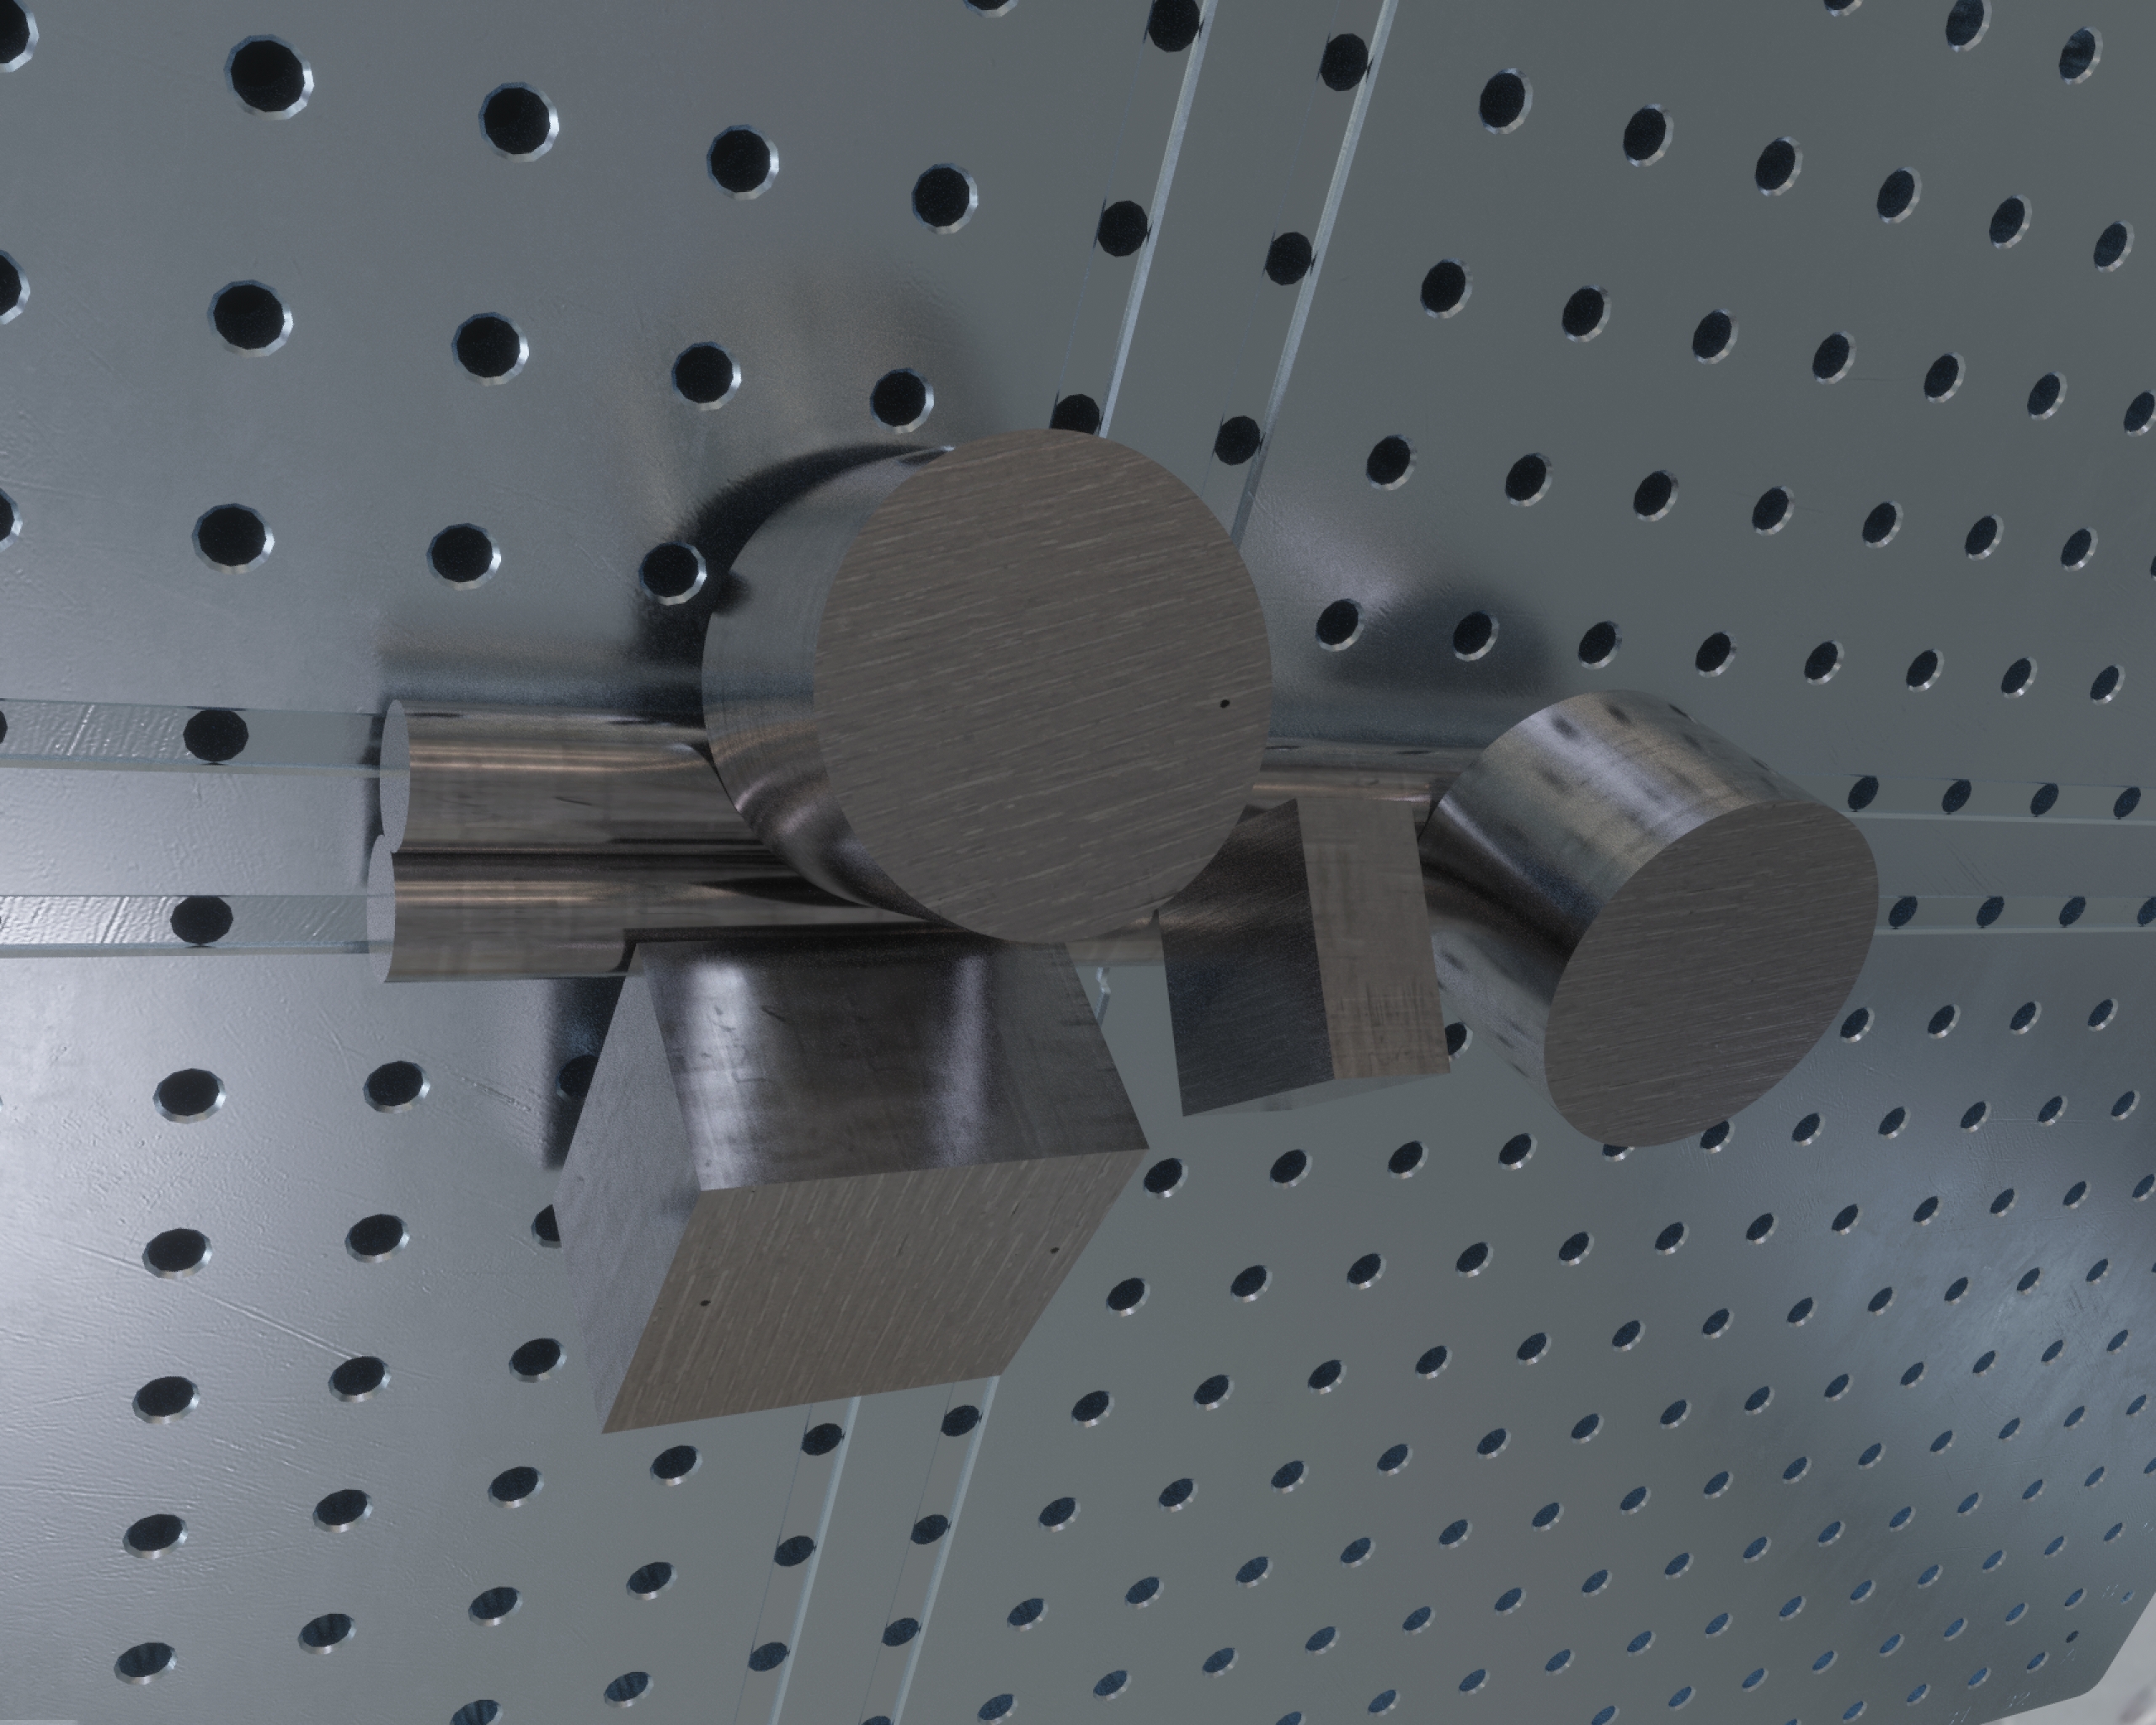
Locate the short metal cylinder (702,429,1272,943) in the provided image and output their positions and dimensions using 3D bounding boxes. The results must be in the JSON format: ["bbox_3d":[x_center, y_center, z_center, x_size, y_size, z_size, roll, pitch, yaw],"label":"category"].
[{"bbox_3d":[-0.015,-0.029,0.346,0.081,0.050,0.079,-3,96,-29],"label":"short metal cylinder"}]

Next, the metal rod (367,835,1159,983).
[{"bbox_3d":[0.016,0.009,0.421,0.303,0.025,0.025,0,118,-29],"label":"metal rod"}]

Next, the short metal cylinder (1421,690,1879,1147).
[{"bbox_3d":[0.114,0.011,0.428,0.081,0.050,0.079,-14,124,-21],"label":"short metal cylinder"}]

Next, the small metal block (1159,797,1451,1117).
[{"bbox_3d":[0.040,0.019,0.388,0.025,0.050,0.050,1,76,-29],"label":"small metal block"}]

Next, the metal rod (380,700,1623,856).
[{"bbox_3d":[0.022,-0.013,0.411,0.303,0.025,0.025,0,118,-29],"label":"metal rod"}]

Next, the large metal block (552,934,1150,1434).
[{"bbox_3d":[-0.045,0.058,0.384,0.081,0.050,0.079,-1,139,-28],"label":"large metal block"}]
